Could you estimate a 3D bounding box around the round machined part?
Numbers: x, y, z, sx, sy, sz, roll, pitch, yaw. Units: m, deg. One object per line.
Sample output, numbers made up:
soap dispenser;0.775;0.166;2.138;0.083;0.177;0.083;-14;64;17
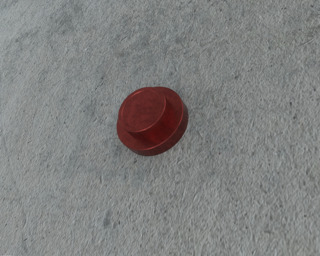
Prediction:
round machined part;-0.016;-0.015;0.410;0.098;0.042;0.098;-13;56;20
